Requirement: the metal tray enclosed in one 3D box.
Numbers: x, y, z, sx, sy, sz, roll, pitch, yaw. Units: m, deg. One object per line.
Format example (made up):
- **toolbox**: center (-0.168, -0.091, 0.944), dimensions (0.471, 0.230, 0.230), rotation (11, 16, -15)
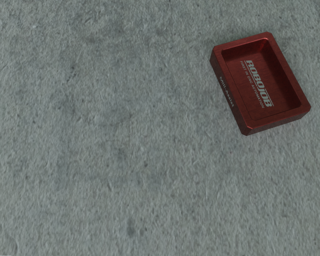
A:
- **metal tray**: center (0.134, -0.063, 0.429), dimensions (0.090, 0.030, 0.130), rotation (-17, 71, -6)
